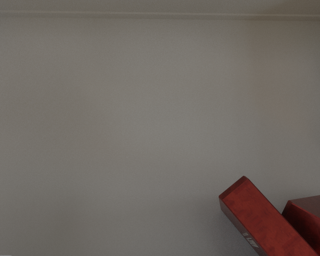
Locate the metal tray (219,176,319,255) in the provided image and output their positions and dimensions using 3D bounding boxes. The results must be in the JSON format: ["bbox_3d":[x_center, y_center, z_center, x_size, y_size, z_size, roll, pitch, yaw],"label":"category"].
[{"bbox_3d":[0.101,0.102,0.310,0.030,0.130,0.090,-39,68,-3],"label":"metal tray"}]

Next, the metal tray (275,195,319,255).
[{"bbox_3d":[0.182,0.104,0.304,0.090,0.131,0.030,29,102,39],"label":"metal tray"}]
